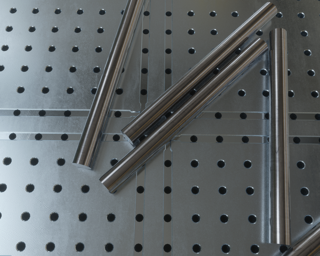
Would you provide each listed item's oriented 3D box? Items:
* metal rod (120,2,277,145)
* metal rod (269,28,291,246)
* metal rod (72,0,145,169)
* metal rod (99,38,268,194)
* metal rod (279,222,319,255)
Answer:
[{"bbox_3d":[0.064,-0.086,0.443,0.301,0.025,0.025,-42,76,-14],"label":"metal rod"},{"bbox_3d":[0.159,-0.003,0.414,0.025,0.025,0.299,7,70,2],"label":"metal rod"},{"bbox_3d":[-0.065,-0.088,0.443,0.025,0.025,0.299,13,70,4],"label":"metal rod"},{"bbox_3d":[0.041,-0.025,0.421,0.301,0.025,0.025,-42,76,-14],"label":"metal rod"},{"bbox_3d":[0.162,0.147,0.359,0.301,0.025,0.025,-33,74,-12],"label":"metal rod"}]
